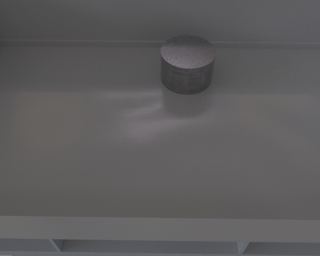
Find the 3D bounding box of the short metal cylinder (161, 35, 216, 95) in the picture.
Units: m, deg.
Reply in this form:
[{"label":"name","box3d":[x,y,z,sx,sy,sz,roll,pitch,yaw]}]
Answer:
[{"label":"short metal cylinder","box3d":[0.041,-0.096,0.470,0.080,0.050,0.080,0,50,0]}]
